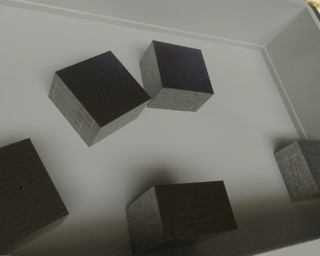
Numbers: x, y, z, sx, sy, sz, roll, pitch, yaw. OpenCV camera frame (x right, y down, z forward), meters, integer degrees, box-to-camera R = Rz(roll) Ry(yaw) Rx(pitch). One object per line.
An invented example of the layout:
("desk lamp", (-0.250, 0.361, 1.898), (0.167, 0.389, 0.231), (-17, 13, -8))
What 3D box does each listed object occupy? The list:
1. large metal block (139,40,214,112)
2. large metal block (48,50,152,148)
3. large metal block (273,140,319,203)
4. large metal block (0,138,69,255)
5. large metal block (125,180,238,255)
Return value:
("large metal block", (0.022, -0.073, 0.448), (0.081, 0.050, 0.080), (3, 60, -27))
("large metal block", (-0.072, -0.037, 0.374), (0.081, 0.050, 0.080), (-35, 82, -39))
("large metal block", (0.236, 0.066, 0.479), (0.081, 0.050, 0.080), (2, 61, -28))
("large metal block", (-0.141, 0.066, 0.274), (0.081, 0.050, 0.080), (-23, 74, -37))
("large metal block", (0.018, 0.094, 0.324), (0.081, 0.080, 0.050), (1, 61, -28))
